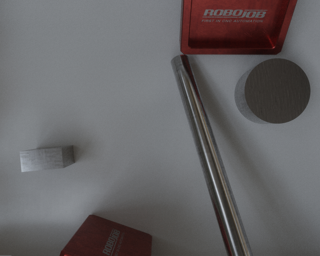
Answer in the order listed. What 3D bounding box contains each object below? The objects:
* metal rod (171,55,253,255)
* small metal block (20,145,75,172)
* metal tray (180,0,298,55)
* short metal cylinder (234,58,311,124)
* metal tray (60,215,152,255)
[{"bbox_3d":[0.060,0.043,0.355,0.025,0.025,0.299,-14,67,0],"label":"metal rod"},{"bbox_3d":[-0.143,0.038,0.397,0.050,0.050,0.025,-5,90,-1],"label":"small metal block"},{"bbox_3d":[0.092,-0.137,0.382,0.131,0.030,0.089,0,135,-1],"label":"metal tray"},{"bbox_3d":[0.143,-0.045,0.401,0.081,0.050,0.079,0,90,-1],"label":"short metal cylinder"},{"bbox_3d":[-0.057,0.146,0.358,0.090,0.130,0.030,19,90,-1],"label":"metal tray"}]
